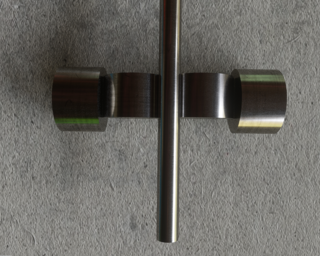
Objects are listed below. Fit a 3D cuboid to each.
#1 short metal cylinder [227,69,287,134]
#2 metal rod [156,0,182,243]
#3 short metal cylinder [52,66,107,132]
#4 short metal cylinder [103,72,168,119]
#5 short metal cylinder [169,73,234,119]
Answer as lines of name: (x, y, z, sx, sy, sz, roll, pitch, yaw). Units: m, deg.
short metal cylinder: (0.116, -0.033, 0.385, 0.050, 0.080, 0.080, 1, 90, 0)
metal rod: (0.010, -0.024, 0.350, 0.025, 0.025, 0.298, 1, 90, 0)
short metal cylinder: (-0.095, -0.035, 0.383, 0.050, 0.080, 0.080, 1, 90, 0)
short metal cylinder: (-0.030, -0.037, 0.383, 0.081, 0.080, 0.050, 1, 90, 0)
short metal cylinder: (0.050, -0.037, 0.384, 0.081, 0.080, 0.050, 1, 90, 0)
